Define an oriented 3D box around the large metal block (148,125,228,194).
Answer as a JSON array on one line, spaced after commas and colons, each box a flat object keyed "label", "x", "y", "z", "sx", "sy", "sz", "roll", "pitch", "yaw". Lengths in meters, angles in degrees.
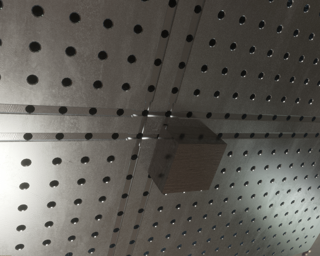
[{"label": "large metal block", "x": 0.038, "y": 0.044, "z": 0.445, "sx": 0.081, "sy": 0.050, "sz": 0.079, "roll": 2, "pitch": 117, "yaw": -30}]
